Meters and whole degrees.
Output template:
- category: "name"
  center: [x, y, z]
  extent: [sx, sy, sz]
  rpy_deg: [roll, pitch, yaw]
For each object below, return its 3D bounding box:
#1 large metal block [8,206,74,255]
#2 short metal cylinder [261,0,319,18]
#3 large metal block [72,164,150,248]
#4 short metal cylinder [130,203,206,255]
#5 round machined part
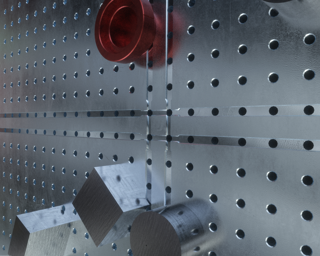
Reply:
- category: "large metal block"
  center: [-0.211, 0.193, 0.548]
  extent: [0.050, 0.081, 0.079]
  rpy_deg: [30, 109, 36]
- category: "short metal cylinder"
  center: [0.127, -0.150, 0.288]
  extent: [0.080, 0.050, 0.080]
  rpy_deg: [0, 90, 40]
- category: "large metal block"
  center: [-0.074, 0.112, 0.455]
  extent: [0.080, 0.050, 0.080]
  rpy_deg: [49, 119, 28]
- category: "short metal cylinder"
  center: [0.009, 0.139, 0.386]
  extent: [0.080, 0.050, 0.080]
  rpy_deg: [0, 90, 40]
- category: "round machined part"
  center: [-0.044, -0.139, 0.435]
  extent: [0.098, 0.042, 0.097]
  rpy_deg: [0, 90, 40]
